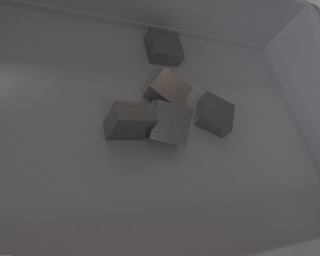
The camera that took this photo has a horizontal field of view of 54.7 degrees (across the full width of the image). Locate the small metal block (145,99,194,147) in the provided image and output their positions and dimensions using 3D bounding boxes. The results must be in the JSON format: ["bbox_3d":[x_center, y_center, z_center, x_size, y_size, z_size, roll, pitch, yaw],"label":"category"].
[{"bbox_3d":[0.011,-0.006,0.401,0.050,0.025,0.050,14,87,-21],"label":"small metal block"}]

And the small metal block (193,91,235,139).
[{"bbox_3d":[0.082,-0.020,0.461,0.050,0.025,0.050,26,53,-13],"label":"small metal block"}]

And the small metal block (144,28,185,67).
[{"bbox_3d":[0.006,-0.126,0.485,0.050,0.025,0.050,1,61,-28],"label":"small metal block"}]

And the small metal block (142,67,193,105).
[{"bbox_3d":[0.012,-0.051,0.443,0.050,0.025,0.050,38,51,-3],"label":"small metal block"}]

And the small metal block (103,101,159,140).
[{"bbox_3d":[-0.036,-0.007,0.374,0.050,0.050,0.025,1,62,-28],"label":"small metal block"}]
